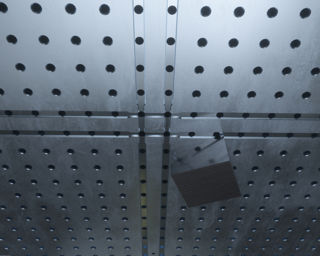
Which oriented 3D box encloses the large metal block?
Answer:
[{"bbox_3d":[0.066,0.065,0.452,0.080,0.050,0.080,-16,129,13],"label":"large metal block"}]
